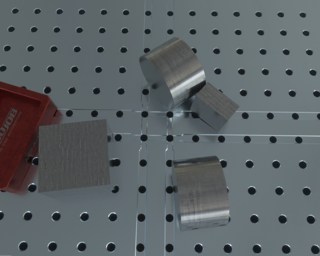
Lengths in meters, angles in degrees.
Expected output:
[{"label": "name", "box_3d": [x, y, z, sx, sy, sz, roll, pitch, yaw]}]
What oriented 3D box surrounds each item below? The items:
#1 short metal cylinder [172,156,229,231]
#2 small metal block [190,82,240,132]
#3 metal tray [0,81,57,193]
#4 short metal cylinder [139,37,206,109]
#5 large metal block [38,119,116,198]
[{"label": "short metal cylinder", "box_3d": [0.044, 0.074, 0.356, 0.050, 0.080, 0.080, -6, 70, -2]}, {"label": "small metal block", "box_3d": [0.070, -0.026, 0.407, 0.050, 0.050, 0.025, 40, 75, 9]}, {"label": "metal tray", "box_3d": [-0.205, 0.008, 0.404, 0.090, 0.030, 0.130, 17, 71, 6]}, {"label": "short metal cylinder", "box_3d": [0.016, -0.071, 0.409, 0.050, 0.080, 0.080, -33, 74, -11]}, {"label": "large metal block", "box_3d": [-0.100, 0.039, 0.383, 0.081, 0.050, 0.080, -6, 70, -3]}]
